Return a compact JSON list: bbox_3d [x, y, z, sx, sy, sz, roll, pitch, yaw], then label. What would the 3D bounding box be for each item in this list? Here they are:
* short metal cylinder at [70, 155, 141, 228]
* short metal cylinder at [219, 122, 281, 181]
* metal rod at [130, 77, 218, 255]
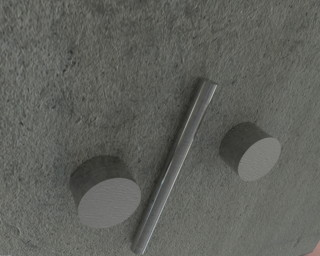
[{"bbox_3d":[-0.071,0.082,0.403,0.081,0.050,0.079,-14,124,-21],"label":"short metal cylinder"},{"bbox_3d":[0.142,0.037,0.491,0.081,0.050,0.079,-14,124,-21],"label":"short metal cylinder"},{"bbox_3d":[0.014,0.069,0.456,0.025,0.025,0.298,8,115,-32],"label":"metal rod"}]
